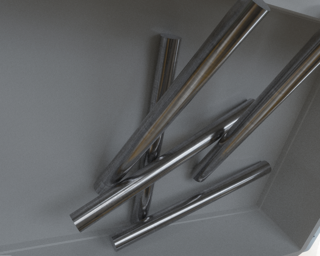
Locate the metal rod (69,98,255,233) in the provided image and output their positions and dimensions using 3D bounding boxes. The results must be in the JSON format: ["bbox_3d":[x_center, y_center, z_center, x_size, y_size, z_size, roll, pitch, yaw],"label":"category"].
[{"bbox_3d":[0.021,0.040,0.417,0.302,0.025,0.025,-31,129,-20],"label":"metal rod"}]

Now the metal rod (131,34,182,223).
[{"bbox_3d":[-0.011,0.026,0.420,0.025,0.025,0.298,-5,121,-27],"label":"metal rod"}]

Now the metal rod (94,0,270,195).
[{"bbox_3d":[-0.002,-0.008,0.328,0.025,0.025,0.298,10,138,-33],"label":"metal rod"}]

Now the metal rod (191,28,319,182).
[{"bbox_3d":[0.117,-0.013,0.387,0.025,0.025,0.298,-1,144,-28],"label":"metal rod"}]

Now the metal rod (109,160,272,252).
[{"bbox_3d":[0.063,0.116,0.496,0.302,0.025,0.025,-19,126,-25],"label":"metal rod"}]
